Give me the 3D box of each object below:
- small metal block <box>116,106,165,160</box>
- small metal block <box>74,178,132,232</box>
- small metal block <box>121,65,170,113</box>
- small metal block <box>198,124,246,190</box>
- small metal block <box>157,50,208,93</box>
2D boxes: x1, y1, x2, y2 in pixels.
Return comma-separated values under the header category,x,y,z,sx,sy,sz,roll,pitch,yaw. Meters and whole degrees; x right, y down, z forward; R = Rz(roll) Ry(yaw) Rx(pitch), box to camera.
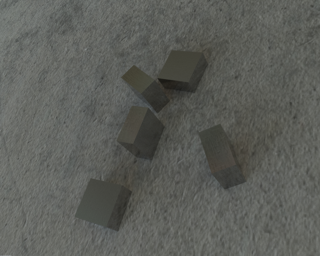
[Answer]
category,x,y,z,sx,sy,sz,roll,pitch,yaw
small metal block,-0.023,0.007,0.394,0.025,0.050,0.050,8,66,31
small metal block,-0.069,0.094,0.381,0.050,0.025,0.050,6,64,30
small metal block,-0.020,-0.054,0.430,0.025,0.050,0.050,-46,51,-4
small metal block,0.067,0.032,0.333,0.025,0.050,0.050,-23,53,14
small metal block,0.032,-0.080,0.435,0.050,0.025,0.050,14,68,33
